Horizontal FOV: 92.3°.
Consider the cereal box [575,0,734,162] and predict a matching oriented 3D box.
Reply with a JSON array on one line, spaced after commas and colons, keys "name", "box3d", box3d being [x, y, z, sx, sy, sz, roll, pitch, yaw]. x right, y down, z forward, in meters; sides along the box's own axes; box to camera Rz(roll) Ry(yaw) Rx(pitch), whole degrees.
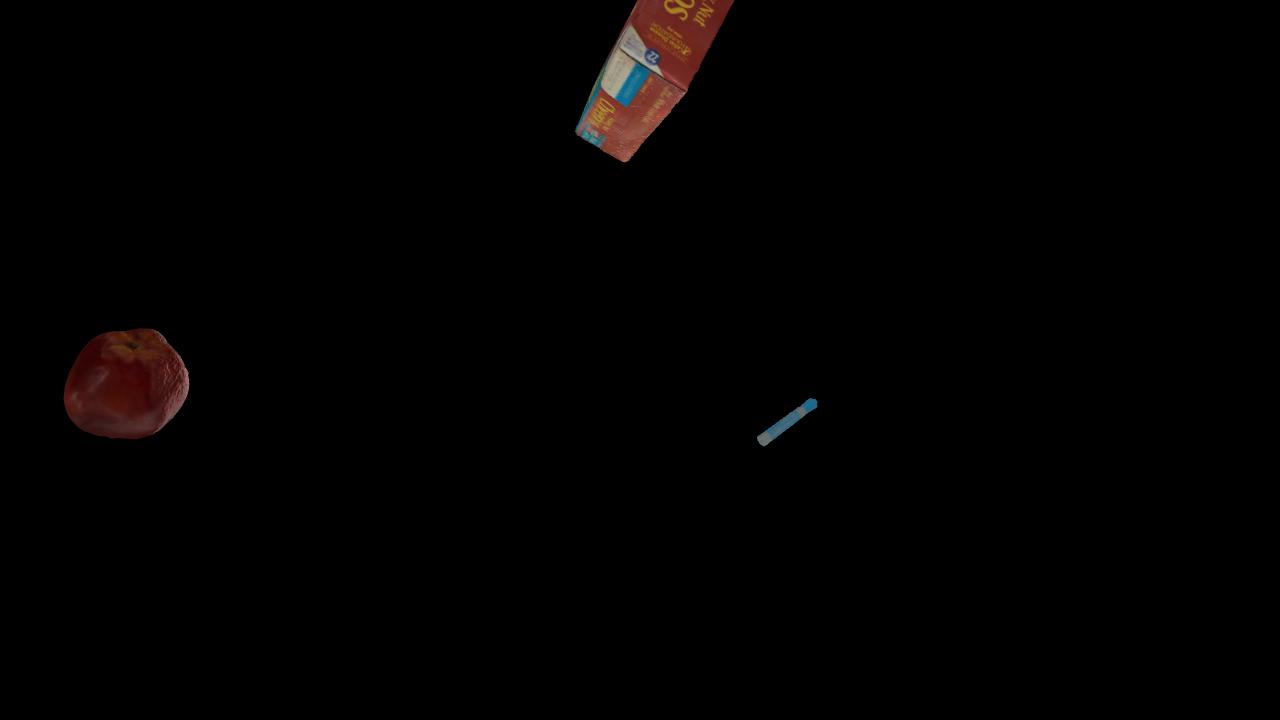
[{"name": "cereal box", "box3d": [0.048, -0.373, 0.626, 0.081, 0.306, 0.203, 29, -7, -14]}]

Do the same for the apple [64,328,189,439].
[{"name": "apple", "box3d": [-0.404, 0.020, 0.485, 0.079, 0.079, 0.093, 0, -39, -48]}]

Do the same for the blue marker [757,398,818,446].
[{"name": "blue marker", "box3d": [0.238, 0.097, 0.982, 0.121, 0.020, 0.020, -32, 11, -18]}]
